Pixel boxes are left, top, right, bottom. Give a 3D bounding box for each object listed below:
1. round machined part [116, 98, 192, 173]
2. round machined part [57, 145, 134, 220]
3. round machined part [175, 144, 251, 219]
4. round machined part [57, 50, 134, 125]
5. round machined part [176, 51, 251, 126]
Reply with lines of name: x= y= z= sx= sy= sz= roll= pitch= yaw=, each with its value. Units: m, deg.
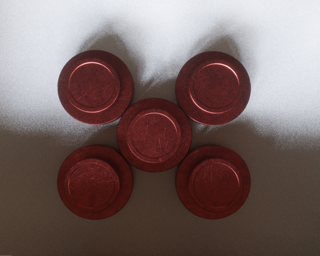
round machined part: x=-0.007 y=0.009 z=0.401 sx=0.099 sy=0.042 sz=0.097 roll=0 pitch=90 yaw=-1
round machined part: x=-0.084 y=0.071 z=0.401 sx=0.099 sy=0.042 sz=0.097 roll=0 pitch=90 yaw=-1
round machined part: x=0.070 y=0.071 z=0.403 sx=0.099 sy=0.042 sz=0.097 roll=0 pitch=90 yaw=-1
round machined part: x=-0.084 y=-0.053 z=0.400 sx=0.099 sy=0.042 sz=0.097 roll=0 pitch=90 yaw=-1
round machined part: x=0.070 y=-0.052 z=0.403 sx=0.099 sy=0.042 sz=0.097 roll=0 pitch=90 yaw=-1
